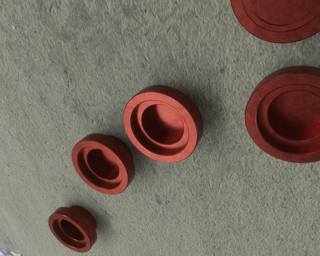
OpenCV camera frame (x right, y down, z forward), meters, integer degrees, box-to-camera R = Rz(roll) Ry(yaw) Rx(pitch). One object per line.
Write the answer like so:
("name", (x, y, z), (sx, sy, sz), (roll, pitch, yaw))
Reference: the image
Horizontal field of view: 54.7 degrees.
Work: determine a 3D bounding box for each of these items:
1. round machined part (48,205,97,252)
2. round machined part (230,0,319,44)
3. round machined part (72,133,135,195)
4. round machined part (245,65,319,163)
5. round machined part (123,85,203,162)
("round machined part", (-0.162, 0.189, 0.599), (0.098, 0.042, 0.097), (13, 124, 21))
("round machined part", (0.108, -0.121, 0.264), (0.098, 0.042, 0.097), (13, 124, 21))
("round machined part", (-0.080, 0.050, 0.469), (0.098, 0.042, 0.097), (13, 124, 21))
("round machined part", (0.140, -0.016, 0.312), (0.098, 0.042, 0.097), (13, 124, 21))
("round machined part", (0.007, -0.009, 0.387), (0.098, 0.042, 0.097), (13, 124, 21))
